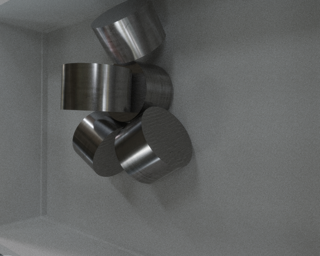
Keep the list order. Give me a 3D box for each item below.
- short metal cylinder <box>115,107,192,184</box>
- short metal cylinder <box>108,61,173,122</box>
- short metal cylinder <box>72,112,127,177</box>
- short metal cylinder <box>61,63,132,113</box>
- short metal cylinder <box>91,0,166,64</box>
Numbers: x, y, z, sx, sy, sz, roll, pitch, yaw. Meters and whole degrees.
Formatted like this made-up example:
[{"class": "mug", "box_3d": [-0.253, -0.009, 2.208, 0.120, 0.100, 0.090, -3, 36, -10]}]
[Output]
[{"class": "short metal cylinder", "box_3d": [-0.007, 0.021, 0.375, 0.050, 0.081, 0.080, -36, 68, 35]}, {"class": "short metal cylinder", "box_3d": [-0.030, -0.048, 0.412, 0.080, 0.050, 0.080, 0, 90, 40]}, {"class": "short metal cylinder", "box_3d": [-0.072, 0.020, 0.428, 0.050, 0.081, 0.079, 36, 112, 34]}, {"class": "short metal cylinder", "box_3d": [-0.074, -0.045, 0.364, 0.080, 0.081, 0.050, 4, 93, 40]}, {"class": "short metal cylinder", "box_3d": [-0.039, -0.125, 0.393, 0.080, 0.080, 0.050, 5, 136, 40]}]
